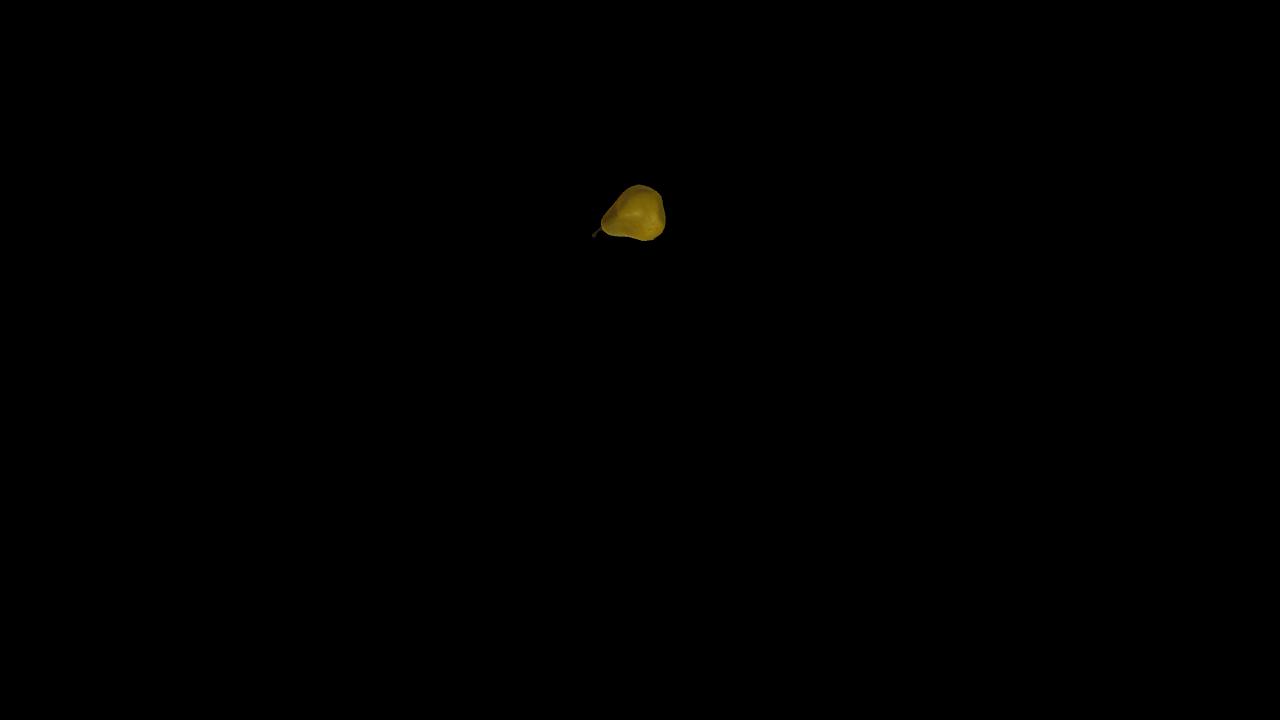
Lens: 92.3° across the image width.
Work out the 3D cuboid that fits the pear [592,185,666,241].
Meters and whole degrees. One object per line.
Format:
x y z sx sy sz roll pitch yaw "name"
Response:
-0.020 -0.209 0.893 0.111 0.080 0.080 -7 -1 11 "pear"
